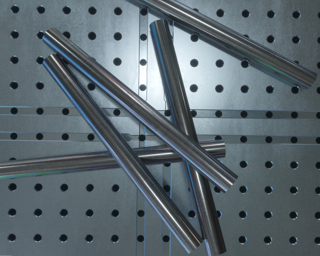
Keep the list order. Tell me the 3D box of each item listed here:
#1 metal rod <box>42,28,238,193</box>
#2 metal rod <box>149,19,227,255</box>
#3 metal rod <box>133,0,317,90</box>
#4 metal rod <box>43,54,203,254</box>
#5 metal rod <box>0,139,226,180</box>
[{"bbox_3d":[-0.033,-0.029,0.381,0.300,0.025,0.025,40,90,12],"label":"metal rod"},{"bbox_3d":[0.033,0.005,0.391,0.025,0.025,0.298,-13,81,0],"label":"metal rod"},{"bbox_3d":[0.069,-0.131,0.414,0.301,0.025,0.025,27,90,-1],"label":"metal rod"},{"bbox_3d":[-0.052,0.025,0.389,0.025,0.025,0.300,-39,81,0],"label":"metal rod"},{"bbox_3d":[-0.065,0.042,0.412,0.302,0.025,0.025,-6,90,-1],"label":"metal rod"}]
